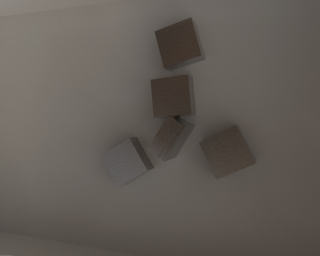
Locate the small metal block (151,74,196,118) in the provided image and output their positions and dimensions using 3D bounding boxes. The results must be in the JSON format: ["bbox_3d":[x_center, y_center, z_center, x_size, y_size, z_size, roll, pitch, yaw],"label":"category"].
[{"bbox_3d":[0.018,-0.040,0.404,0.050,0.025,0.050,-5,88,19],"label":"small metal block"}]

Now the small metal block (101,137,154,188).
[{"bbox_3d":[-0.045,0.047,0.425,0.050,0.025,0.050,-33,80,16],"label":"small metal block"}]

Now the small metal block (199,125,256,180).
[{"bbox_3d":[0.083,0.030,0.381,0.050,0.025,0.050,-27,81,17],"label":"small metal block"}]

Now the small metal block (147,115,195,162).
[{"bbox_3d":[0.015,0.012,0.391,0.025,0.050,0.050,33,101,16],"label":"small metal block"}]

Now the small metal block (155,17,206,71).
[{"bbox_3d":[0.026,-0.107,0.401,0.050,0.025,0.050,-16,85,19],"label":"small metal block"}]
